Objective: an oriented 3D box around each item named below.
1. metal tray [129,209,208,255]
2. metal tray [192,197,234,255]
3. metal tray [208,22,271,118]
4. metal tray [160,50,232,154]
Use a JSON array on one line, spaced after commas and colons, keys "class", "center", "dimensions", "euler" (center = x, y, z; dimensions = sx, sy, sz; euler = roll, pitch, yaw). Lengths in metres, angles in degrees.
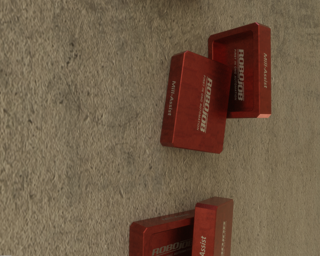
[{"class": "metal tray", "center": [0.020, 0.165, 0.418], "dimensions": [0.131, 0.030, 0.089], "euler": [2, 89, -40]}, {"class": "metal tray", "center": [0.076, 0.170, 0.444], "dimensions": [0.090, 0.030, 0.129], "euler": [12, 82, -62]}, {"class": "metal tray", "center": [0.115, -0.079, 0.458], "dimensions": [0.030, 0.090, 0.129], "euler": [-1, 91, -40]}, {"class": "metal tray", "center": [0.053, -0.033, 0.438], "dimensions": [0.091, 0.030, 0.129], "euler": [11, 84, -33]}]
